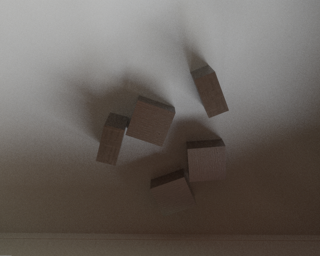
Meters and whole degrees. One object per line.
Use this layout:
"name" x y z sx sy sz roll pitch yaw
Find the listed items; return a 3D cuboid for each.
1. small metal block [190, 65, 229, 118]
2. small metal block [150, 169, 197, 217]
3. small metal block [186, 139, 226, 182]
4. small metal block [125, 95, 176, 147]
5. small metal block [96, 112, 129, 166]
"small metal block" 0.060 -0.046 0.381 0.025 0.050 0.050 -22 109 8
"small metal block" 0.019 0.093 0.446 0.050 0.025 0.050 -21 109 7
"small metal block" 0.064 0.045 0.428 0.050 0.025 0.050 -5 110 1
"small metal block" -0.012 -0.009 0.408 0.050 0.025 0.050 19 109 -7
"small metal block" -0.061 0.013 0.402 0.025 0.050 0.050 15 110 -5
